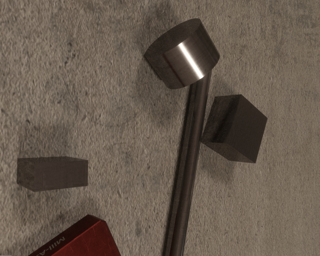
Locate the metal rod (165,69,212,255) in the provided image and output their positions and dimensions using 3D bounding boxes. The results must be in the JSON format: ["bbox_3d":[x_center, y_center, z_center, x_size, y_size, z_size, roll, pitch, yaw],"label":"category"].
[{"bbox_3d":[0.041,0.050,0.441,0.025,0.025,0.299,17,79,-39],"label":"metal rod"}]

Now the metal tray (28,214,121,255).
[{"bbox_3d":[-0.101,0.164,0.319,0.131,0.030,0.090,-31,109,-36],"label":"metal tray"}]

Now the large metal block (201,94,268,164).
[{"bbox_3d":[0.119,0.003,0.491,0.080,0.050,0.080,32,70,-36],"label":"large metal block"}]

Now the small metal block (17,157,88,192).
[{"bbox_3d":[-0.105,0.043,0.302,0.050,0.050,0.025,1,89,-40],"label":"small metal block"}]

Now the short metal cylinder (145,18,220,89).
[{"bbox_3d":[0.028,-0.094,0.395,0.080,0.080,0.050,-53,121,-27],"label":"short metal cylinder"}]
